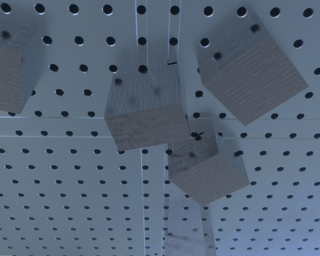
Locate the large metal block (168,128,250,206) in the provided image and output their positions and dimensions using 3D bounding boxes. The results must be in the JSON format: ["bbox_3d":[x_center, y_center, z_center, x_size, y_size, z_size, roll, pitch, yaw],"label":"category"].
[{"bbox_3d":[0.068,0.058,0.445,0.080,0.050,0.080,-32,123,24],"label":"large metal block"}]

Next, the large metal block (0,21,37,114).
[{"bbox_3d":[-0.184,-0.069,0.335,0.080,0.050,0.079,13,129,-11],"label":"large metal block"}]

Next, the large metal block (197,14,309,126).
[{"bbox_3d":[0.101,-0.061,0.344,0.080,0.050,0.080,-36,122,26],"label":"large metal block"}]

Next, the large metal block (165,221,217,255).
[{"bbox_3d":[0.057,0.232,0.573,0.080,0.080,0.050,-25,126,19],"label":"large metal block"}]

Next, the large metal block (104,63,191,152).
[{"bbox_3d":[-0.012,-0.025,0.354,0.080,0.080,0.050,-10,129,8],"label":"large metal block"}]
